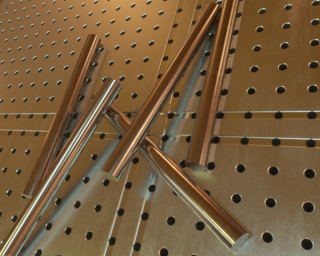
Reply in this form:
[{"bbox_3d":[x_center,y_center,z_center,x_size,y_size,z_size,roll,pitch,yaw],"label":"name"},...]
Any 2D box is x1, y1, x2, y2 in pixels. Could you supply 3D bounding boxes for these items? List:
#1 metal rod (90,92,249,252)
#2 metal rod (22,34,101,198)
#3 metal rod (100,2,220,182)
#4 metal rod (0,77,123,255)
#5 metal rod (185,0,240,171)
[{"bbox_3d":[-0.010,0.032,0.392,0.025,0.025,0.300,-45,51,-4],"label":"metal rod"},{"bbox_3d":[-0.152,-0.033,0.505,0.025,0.025,0.300,-1,61,27],"label":"metal rod"},{"bbox_3d":[0.012,-0.063,0.418,0.025,0.025,0.300,15,63,34],"label":"metal rod"},{"bbox_3d":[-0.140,0.062,0.422,0.025,0.025,0.299,25,81,36],"label":"metal rod"},{"bbox_3d":[0.078,-0.087,0.419,0.025,0.025,0.300,2,62,28],"label":"metal rod"}]
